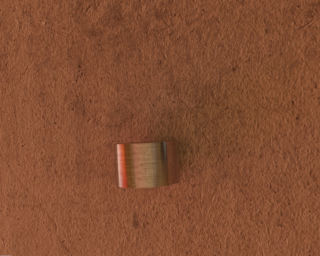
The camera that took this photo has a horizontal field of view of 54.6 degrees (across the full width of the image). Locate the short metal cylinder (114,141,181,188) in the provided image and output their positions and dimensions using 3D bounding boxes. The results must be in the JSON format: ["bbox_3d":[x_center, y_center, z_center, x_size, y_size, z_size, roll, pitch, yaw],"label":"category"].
[{"bbox_3d":[-0.016,0.042,0.386,0.080,0.080,0.050,-4,89,20],"label":"short metal cylinder"}]
